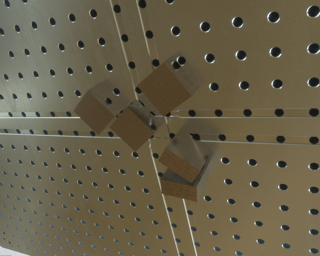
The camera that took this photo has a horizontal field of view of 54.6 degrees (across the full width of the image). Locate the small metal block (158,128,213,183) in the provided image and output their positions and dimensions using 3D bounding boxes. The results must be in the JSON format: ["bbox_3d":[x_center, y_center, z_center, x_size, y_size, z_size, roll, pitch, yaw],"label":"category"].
[{"bbox_3d":[0.034,0.034,0.399,0.050,0.050,0.025,33,129,7],"label":"small metal block"}]

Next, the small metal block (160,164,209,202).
[{"bbox_3d":[0.034,0.069,0.420,0.050,0.050,0.025,8,122,24],"label":"small metal block"}]

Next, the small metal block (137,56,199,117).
[{"bbox_3d":[0.009,-0.050,0.376,0.050,0.025,0.050,50,129,-7],"label":"small metal block"}]

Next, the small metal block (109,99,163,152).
[{"bbox_3d":[-0.033,-0.003,0.428,0.050,0.025,0.050,44,129,-2],"label":"small metal block"}]

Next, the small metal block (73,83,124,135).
[{"bbox_3d":[-0.088,-0.026,0.442,0.050,0.025,0.050,44,129,-3],"label":"small metal block"}]
